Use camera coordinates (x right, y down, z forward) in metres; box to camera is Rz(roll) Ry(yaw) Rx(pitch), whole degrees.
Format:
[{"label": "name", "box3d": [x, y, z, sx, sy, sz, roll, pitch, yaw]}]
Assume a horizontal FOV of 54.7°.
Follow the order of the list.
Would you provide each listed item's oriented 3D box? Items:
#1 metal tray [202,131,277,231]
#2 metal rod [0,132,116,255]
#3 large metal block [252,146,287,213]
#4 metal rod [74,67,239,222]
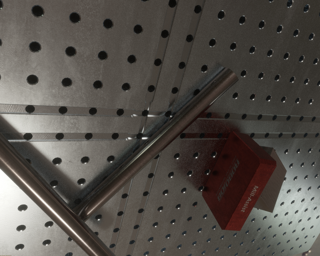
[{"label": "metal tray", "box3d": [0.118, 0.082, 0.483, 0.030, 0.090, 0.129, 12, 113, -22]}, {"label": "metal rod", "box3d": [-0.129, 0.094, 0.375, 0.025, 0.025, 0.299, -34, 122, -7]}, {"label": "large metal block", "box3d": [0.165, 0.084, 0.519, 0.080, 0.050, 0.080, 47, 63, -40]}, {"label": "metal rod", "box3d": [-0.012, 0.029, 0.423, 0.300, 0.025, 0.025, -43, 130, 1]}]
